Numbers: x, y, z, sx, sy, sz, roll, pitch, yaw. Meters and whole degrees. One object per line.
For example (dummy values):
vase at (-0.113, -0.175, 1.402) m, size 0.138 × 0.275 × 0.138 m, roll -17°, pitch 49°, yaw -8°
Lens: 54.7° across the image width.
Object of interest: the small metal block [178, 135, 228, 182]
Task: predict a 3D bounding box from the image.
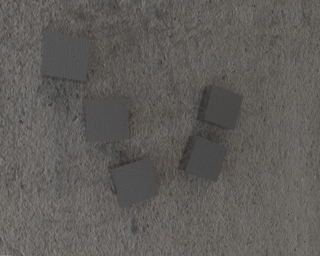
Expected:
small metal block at (0.060, 0.042, 0.431) m, size 0.050 × 0.025 × 0.050 m, roll 23°, pitch 82°, yaw -19°

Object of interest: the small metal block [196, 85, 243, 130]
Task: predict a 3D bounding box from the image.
small metal block at (0.085, -0.028, 0.440) m, size 0.050 × 0.025 × 0.050 m, roll 18°, pitch 84°, yaw -19°

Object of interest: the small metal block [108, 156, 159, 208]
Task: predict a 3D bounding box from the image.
small metal block at (-0.034, 0.068, 0.396) m, size 0.050 × 0.025 × 0.050 m, roll -16°, pitch 96°, yaw -19°

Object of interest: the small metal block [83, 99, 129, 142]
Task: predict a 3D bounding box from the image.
small metal block at (-0.067, -0.010, 0.384) m, size 0.050 × 0.025 × 0.050 m, roll -3°, pitch 91°, yaw -20°

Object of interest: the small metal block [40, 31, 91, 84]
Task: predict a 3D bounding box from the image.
small metal block at (-0.112, -0.082, 0.367) m, size 0.050 × 0.025 × 0.050 m, roll 7°, pitch 88°, yaw -20°
